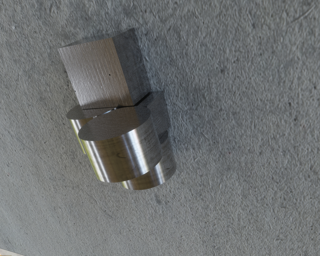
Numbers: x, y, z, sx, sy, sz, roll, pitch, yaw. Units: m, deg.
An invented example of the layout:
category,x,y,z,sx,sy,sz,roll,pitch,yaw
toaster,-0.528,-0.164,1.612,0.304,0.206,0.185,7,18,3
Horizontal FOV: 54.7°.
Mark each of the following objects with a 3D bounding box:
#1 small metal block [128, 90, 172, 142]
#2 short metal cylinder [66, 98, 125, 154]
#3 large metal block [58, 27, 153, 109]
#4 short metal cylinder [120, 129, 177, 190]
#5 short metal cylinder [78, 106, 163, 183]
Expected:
category,x,y,z,sx,sy,sz,roll,pitch,yaw
small metal block,-0.011,-0.015,0.391,0.025,0.050,0.050,1,119,28
short metal cylinder,-0.075,-0.007,0.409,0.080,0.080,0.050,-2,117,29
large metal block,-0.065,-0.072,0.383,0.080,0.050,0.080,-2,118,29
short metal cylinder,-0.023,0.037,0.408,0.080,0.080,0.050,0,118,28
short metal cylinder,-0.042,0.015,0.340,0.080,0.080,0.050,-2,117,29
